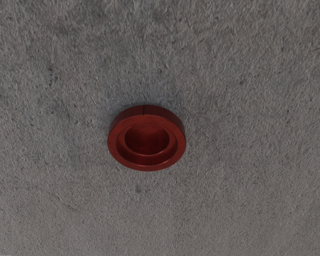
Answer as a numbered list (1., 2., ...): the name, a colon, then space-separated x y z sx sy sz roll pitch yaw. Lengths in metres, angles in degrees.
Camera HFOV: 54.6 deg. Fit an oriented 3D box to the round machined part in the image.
1. round machined part: -0.016 0.008 0.403 0.099 0.042 0.097 0 130 0
